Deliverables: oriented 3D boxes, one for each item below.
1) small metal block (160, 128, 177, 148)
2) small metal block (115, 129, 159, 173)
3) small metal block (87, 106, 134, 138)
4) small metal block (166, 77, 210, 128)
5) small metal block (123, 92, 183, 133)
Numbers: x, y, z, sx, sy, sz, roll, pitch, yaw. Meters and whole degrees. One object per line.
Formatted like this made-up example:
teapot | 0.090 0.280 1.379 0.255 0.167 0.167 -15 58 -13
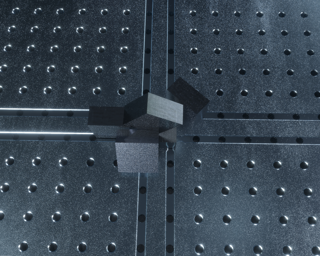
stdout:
small metal block | -0.004 -0.001 0.412 0.050 0.025 0.050 2 70 0
small metal block | -0.027 0.029 0.385 0.050 0.050 0.025 1 38 0
small metal block | -0.062 -0.006 0.400 0.050 0.050 0.025 1 71 1
small metal block | 0.035 -0.032 0.411 0.050 0.050 0.025 41 75 13
small metal block | -0.008 -0.015 0.367 0.050 0.050 0.025 16 66 -34
